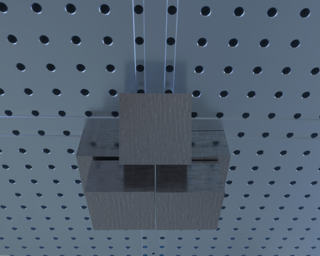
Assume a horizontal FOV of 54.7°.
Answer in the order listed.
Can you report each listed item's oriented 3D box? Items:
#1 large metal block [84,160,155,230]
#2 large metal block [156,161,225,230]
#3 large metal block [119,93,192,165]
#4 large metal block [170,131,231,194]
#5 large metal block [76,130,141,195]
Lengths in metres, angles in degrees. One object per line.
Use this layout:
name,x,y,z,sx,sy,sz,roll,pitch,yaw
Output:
large metal block,-0.047,0.087,0.400,0.081,0.050,0.079,0,130,-1
large metal block,0.035,0.089,0.403,0.081,0.050,0.079,0,130,-1
large metal block,-0.005,0.002,0.370,0.081,0.050,0.080,0,88,-1
large metal block,0.050,0.051,0.439,0.081,0.050,0.079,-1,130,0
large metal block,-0.068,0.050,0.438,0.081,0.050,0.079,1,130,-2
